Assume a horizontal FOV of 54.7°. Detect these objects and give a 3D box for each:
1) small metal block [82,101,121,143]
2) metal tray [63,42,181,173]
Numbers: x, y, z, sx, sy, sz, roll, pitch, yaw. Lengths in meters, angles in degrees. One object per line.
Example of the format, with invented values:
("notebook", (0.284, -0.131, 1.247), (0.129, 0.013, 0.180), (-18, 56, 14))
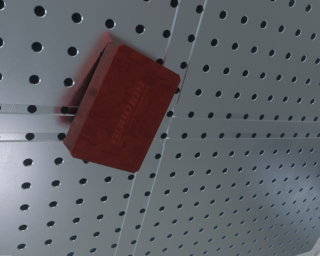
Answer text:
("small metal block", (-0.065, -0.005, 0.372), (0.050, 0.025, 0.050), (8, 114, -32))
("metal tray", (-0.042, -0.020, 0.356), (0.091, 0.030, 0.129), (22, 95, -36))
